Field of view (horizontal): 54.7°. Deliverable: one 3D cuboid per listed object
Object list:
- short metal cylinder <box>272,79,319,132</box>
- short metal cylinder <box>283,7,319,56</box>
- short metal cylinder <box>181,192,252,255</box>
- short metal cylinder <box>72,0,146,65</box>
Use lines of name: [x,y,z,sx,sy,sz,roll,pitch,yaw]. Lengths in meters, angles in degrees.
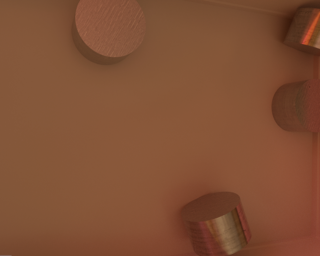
short metal cylinder: [0.224,-0.033,0.482,0.081,0.050,0.079,0,90,-21]
short metal cylinder: [0.235,-0.141,0.464,0.081,0.080,0.050,14,104,-20]
short metal cylinder: [0.074,0.125,0.410,0.081,0.080,0.050,-22,98,-19]
short metal cylinder: [-0.063,-0.120,0.374,0.081,0.050,0.079,0,90,-21]
